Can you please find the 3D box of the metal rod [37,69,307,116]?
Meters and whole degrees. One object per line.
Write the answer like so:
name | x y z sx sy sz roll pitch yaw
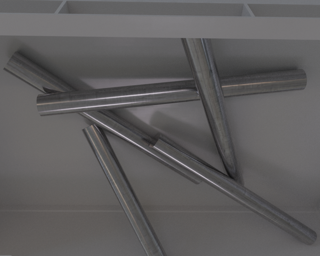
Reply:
metal rod | 0.016 -0.041 0.356 0.302 0.025 0.025 -6 130 -3

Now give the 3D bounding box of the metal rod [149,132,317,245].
metal rod | 0.115 0.095 0.447 0.301 0.025 0.025 33 123 -16

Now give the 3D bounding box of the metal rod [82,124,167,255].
metal rod | -0.028 0.130 0.427 0.025 0.025 0.299 -23 97 18

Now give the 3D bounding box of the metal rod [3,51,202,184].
metal rod | -0.053 0.000 0.408 0.301 0.025 0.025 33 123 -25

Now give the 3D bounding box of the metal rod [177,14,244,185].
metal rod | 0.073 -0.001 0.372 0.025 0.025 0.299 -14 140 12
